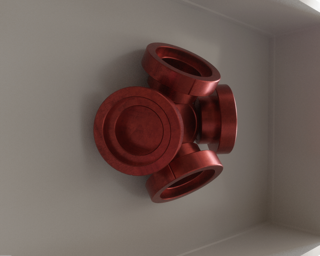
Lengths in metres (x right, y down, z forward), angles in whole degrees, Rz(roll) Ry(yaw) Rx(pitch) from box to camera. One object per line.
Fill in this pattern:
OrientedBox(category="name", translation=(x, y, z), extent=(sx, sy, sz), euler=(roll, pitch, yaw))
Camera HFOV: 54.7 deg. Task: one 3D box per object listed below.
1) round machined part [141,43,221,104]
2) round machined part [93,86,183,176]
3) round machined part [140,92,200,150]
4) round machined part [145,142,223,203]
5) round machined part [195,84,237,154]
OrientedBox(category="round machined part", translation=(0.023, -0.066, 0.390), extent=(0.099, 0.098, 0.042), euler=(-5, 131, -40))
OrientedBox(category="round machined part", translation=(-0.021, 0.002, 0.353), extent=(0.042, 0.098, 0.097), euler=(-24, 109, -77))
OrientedBox(category="round machined part", translation=(0.014, -0.006, 0.406), extent=(0.099, 0.042, 0.097), euler=(0, 90, -40))
OrientedBox(category="round machined part", translation=(0.027, 0.054, 0.393), extent=(0.099, 0.097, 0.042), euler=(-2, 55, -40))
OrientedBox(category="round machined part", translation=(0.071, -0.012, 0.432), extent=(0.042, 0.098, 0.097), euler=(-2, 92, -4))
